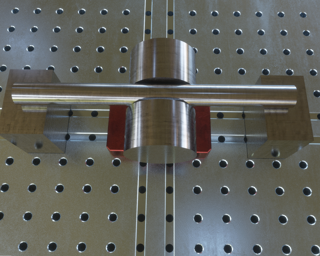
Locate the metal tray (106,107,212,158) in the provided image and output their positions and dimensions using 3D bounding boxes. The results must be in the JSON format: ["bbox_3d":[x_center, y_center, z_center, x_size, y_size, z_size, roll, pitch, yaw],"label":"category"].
[{"bbox_3d":[0.000,-0.008,0.412,0.131,0.030,0.090,1,70,0],"label":"metal tray"}]

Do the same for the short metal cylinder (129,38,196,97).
[{"bbox_3d":[0.003,-0.064,0.374,0.080,0.080,0.050,1,70,0],"label":"short metal cylinder"}]

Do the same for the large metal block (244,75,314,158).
[{"bbox_3d":[0.142,-0.011,0.386,0.050,0.080,0.080,1,70,0],"label":"large metal block"}]

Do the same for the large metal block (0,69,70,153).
[{"bbox_3d":[-0.151,-0.018,0.387,0.050,0.080,0.080,1,70,0],"label":"large metal block"}]

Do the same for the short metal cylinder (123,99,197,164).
[{"bbox_3d":[0.001,0.007,0.348,0.080,0.080,0.050,1,70,0],"label":"short metal cylinder"}]

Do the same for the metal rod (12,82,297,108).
[{"bbox_3d":[-0.006,-0.036,0.339,0.302,0.025,0.025,1,70,0],"label":"metal rod"}]
